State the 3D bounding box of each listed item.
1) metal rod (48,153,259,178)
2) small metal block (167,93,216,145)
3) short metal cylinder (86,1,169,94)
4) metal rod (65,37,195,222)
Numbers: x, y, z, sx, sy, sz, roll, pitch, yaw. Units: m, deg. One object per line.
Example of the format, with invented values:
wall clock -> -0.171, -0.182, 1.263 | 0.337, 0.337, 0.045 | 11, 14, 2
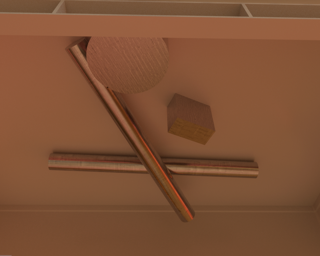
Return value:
metal rod -> -0.007, 0.056, 0.456 | 0.302, 0.025, 0.025 | 3, 130, -3
small metal block -> 0.037, -0.012, 0.384 | 0.050, 0.050, 0.025 | 19, 127, -16
short metal cylinder -> -0.031, -0.083, 0.322 | 0.081, 0.050, 0.079 | 0, 130, 0
metal rod -> -0.024, 0.022, 0.403 | 0.025, 0.025, 0.299 | -21, 120, 16
